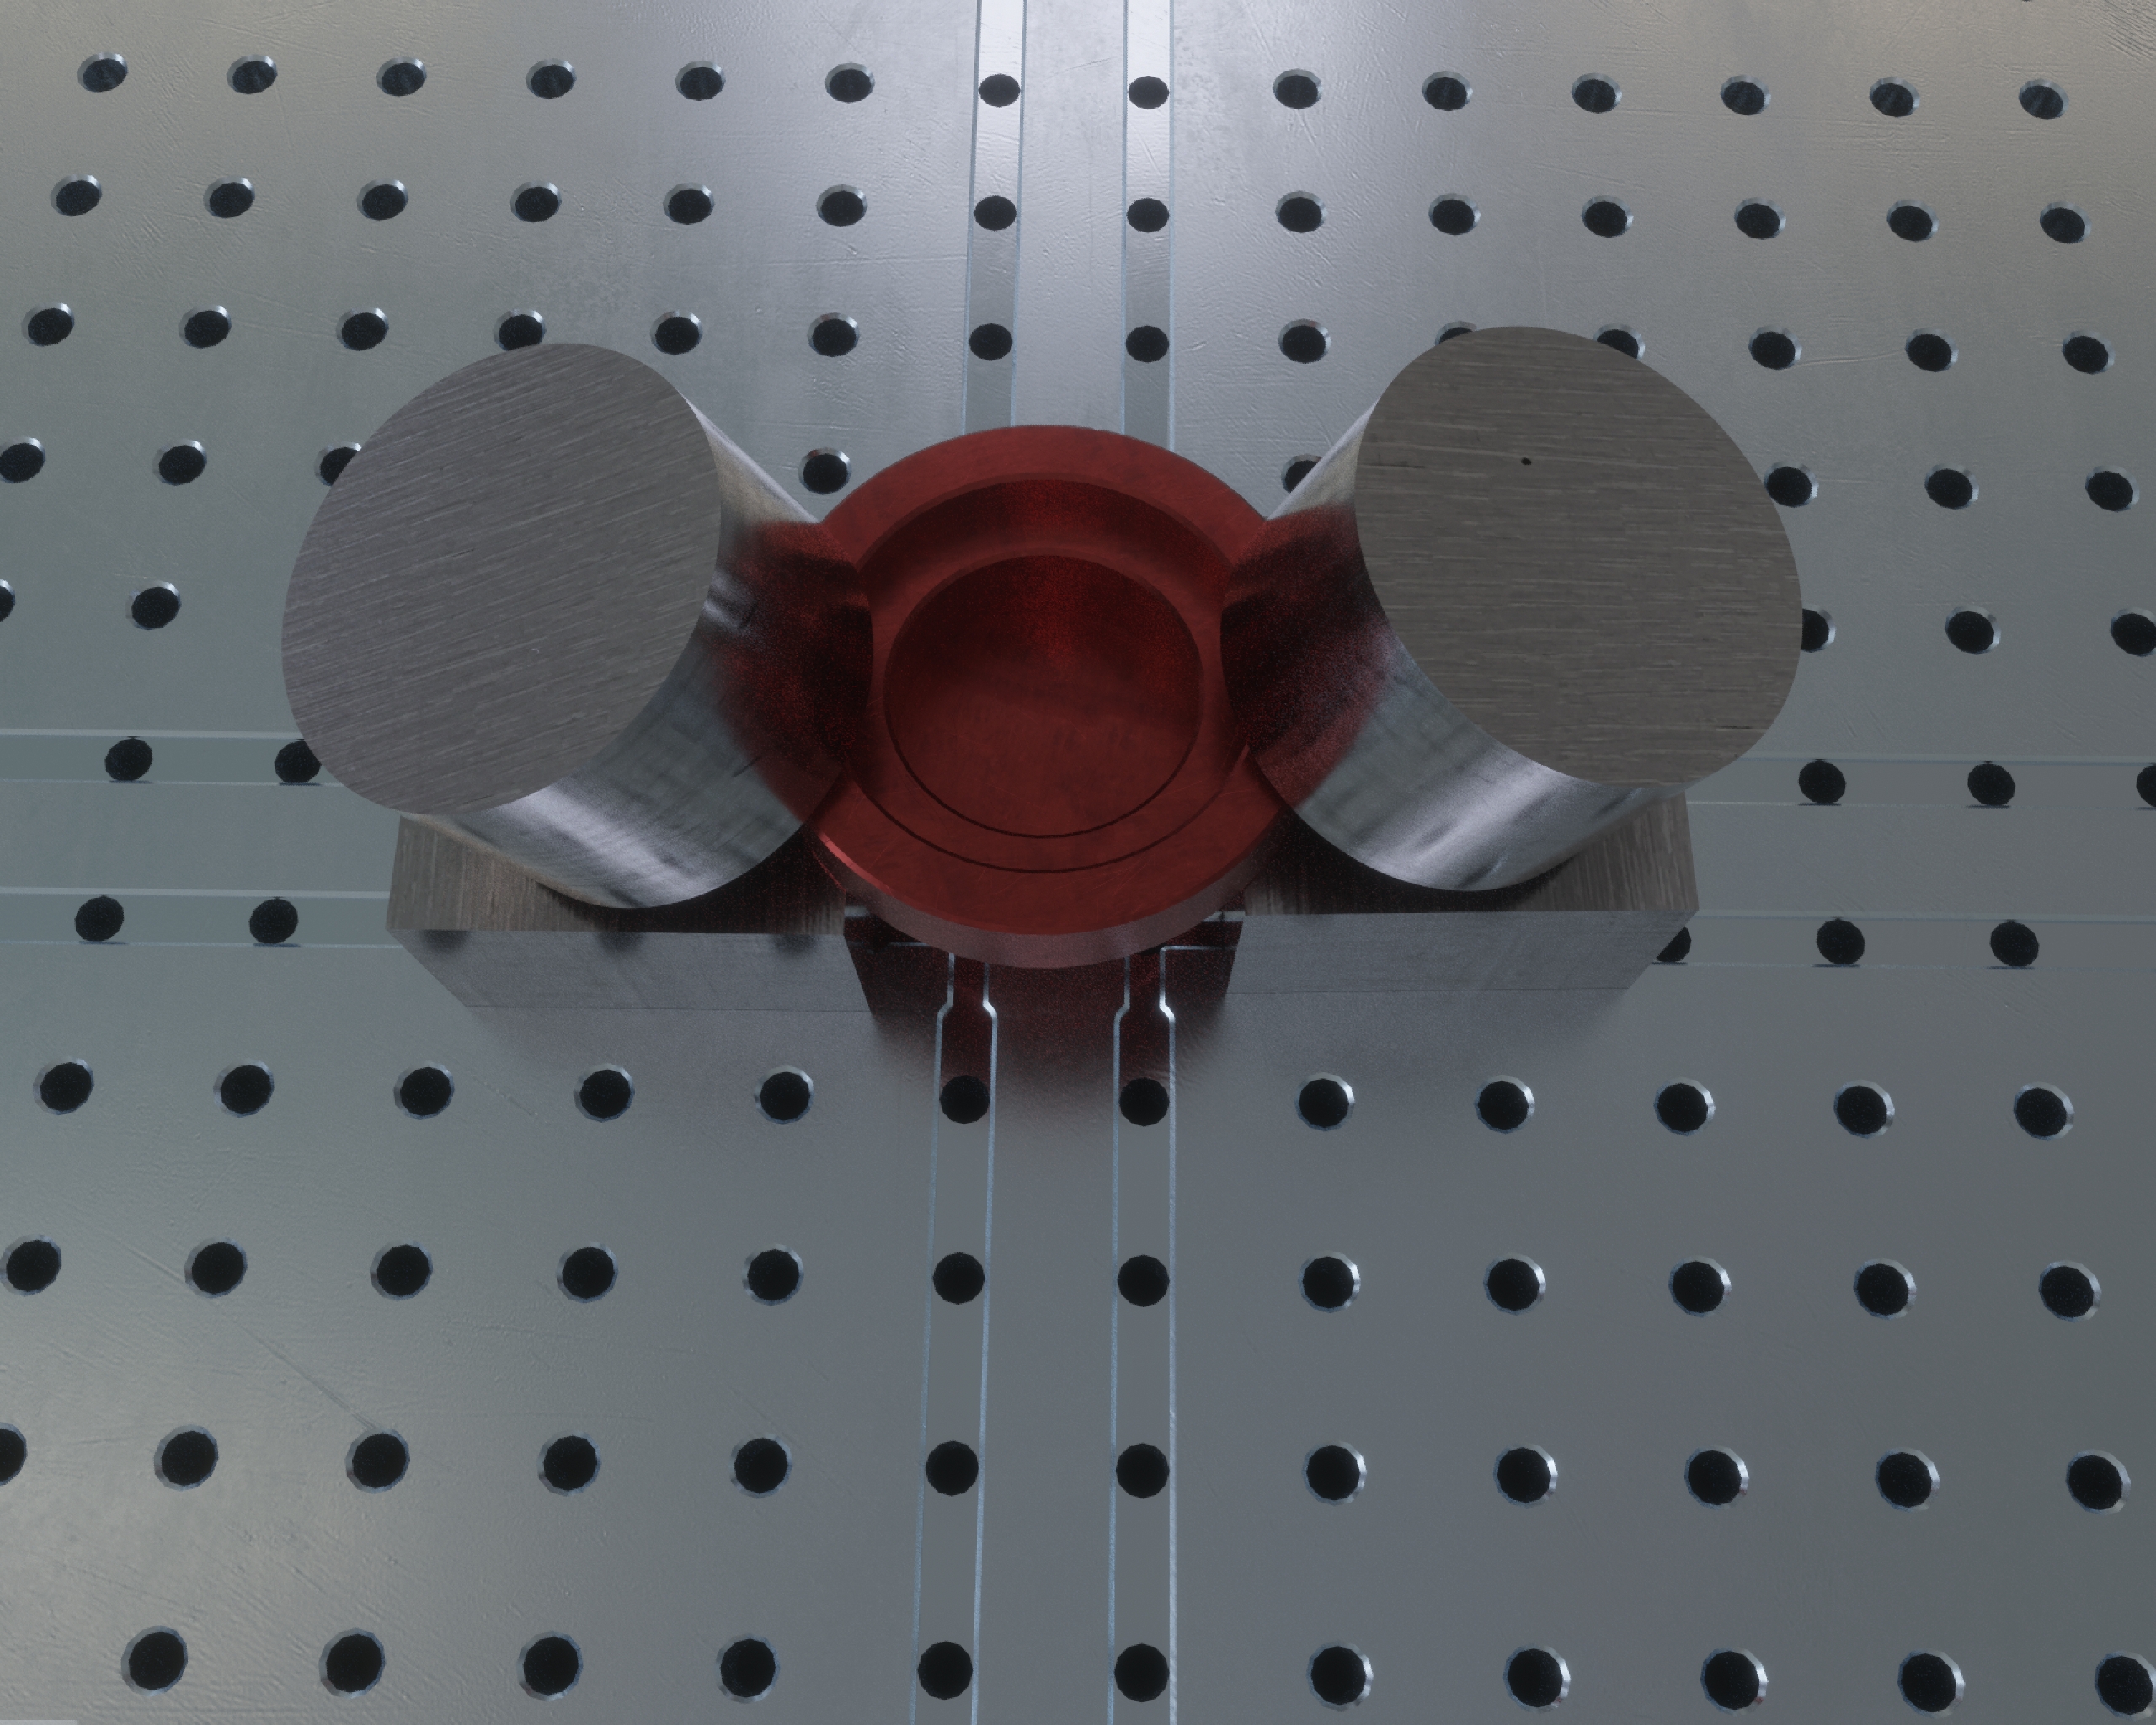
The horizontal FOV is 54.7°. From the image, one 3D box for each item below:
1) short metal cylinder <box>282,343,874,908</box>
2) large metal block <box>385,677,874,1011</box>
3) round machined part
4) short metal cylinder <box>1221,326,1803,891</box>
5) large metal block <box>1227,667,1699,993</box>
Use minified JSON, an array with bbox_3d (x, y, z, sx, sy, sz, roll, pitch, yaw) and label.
[{"bbox_3d":[-0.081,-0.038,0.345,0.080,0.050,0.080,-7,70,20],"label":"short metal cylinder"},{"bbox_3d":[-0.081,-0.017,0.404,0.080,0.050,0.080,1,70,0],"label":"large metal block"},{"bbox_3d":[-0.006,-0.027,0.381,0.099,0.042,0.098,0,70,0],"label":"round machined part"},{"bbox_3d":[0.071,-0.041,0.347,0.081,0.050,0.080,7,68,-19],"label":"short metal cylinder"},{"bbox_3d":[0.069,-0.020,0.406,0.081,0.050,0.080,-1,70,-1],"label":"large metal block"}]
